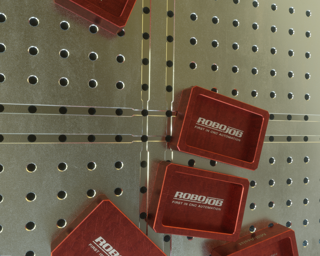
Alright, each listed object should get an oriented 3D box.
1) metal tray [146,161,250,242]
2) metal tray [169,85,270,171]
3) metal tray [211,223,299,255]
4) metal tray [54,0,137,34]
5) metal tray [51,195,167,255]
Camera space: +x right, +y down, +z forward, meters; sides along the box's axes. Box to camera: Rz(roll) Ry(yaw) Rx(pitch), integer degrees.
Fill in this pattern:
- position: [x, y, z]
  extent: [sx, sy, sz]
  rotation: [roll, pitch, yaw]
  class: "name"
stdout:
- position: [0.055, 0.102, 0.429]
  extent: [0.131, 0.030, 0.090]
  rotation: [14, 85, -20]
  class: "metal tray"
- position: [0.087, 0.002, 0.441]
  extent: [0.131, 0.030, 0.090]
  rotation: [16, 85, -19]
  class: "metal tray"
- position: [0.147, 0.209, 0.463]
  extent: [0.131, 0.030, 0.090]
  rotation: [-13, 95, -20]
  class: "metal tray"
- position: [-0.064, -0.197, 0.385]
  extent: [0.090, 0.030, 0.130]
  rotation: [25, 82, -18]
  class: "metal tray"
- position: [-0.058, 0.160, 0.389]
  extent: [0.090, 0.030, 0.130]
  rotation: [-45, 104, -14]
  class: "metal tray"
